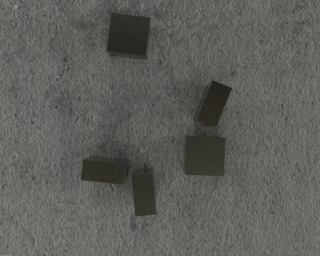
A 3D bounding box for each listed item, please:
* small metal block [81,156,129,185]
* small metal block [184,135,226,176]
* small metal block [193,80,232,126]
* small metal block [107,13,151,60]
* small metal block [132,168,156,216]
[{"bbox_3d":[-0.069,0.053,0.397,0.050,0.050,0.025,6,90,0],"label":"small metal block"},{"bbox_3d":[0.058,0.036,0.410,0.050,0.025,0.050,3,90,0],"label":"small metal block"},{"bbox_3d":[0.066,-0.030,0.398,0.025,0.050,0.050,22,90,0],"label":"small metal block"},{"bbox_3d":[-0.040,-0.120,0.409,0.050,0.025,0.050,7,90,0],"label":"small metal block"},{"bbox_3d":[-0.019,0.080,0.397,0.025,0.050,0.050,-5,90,0],"label":"small metal block"}]
